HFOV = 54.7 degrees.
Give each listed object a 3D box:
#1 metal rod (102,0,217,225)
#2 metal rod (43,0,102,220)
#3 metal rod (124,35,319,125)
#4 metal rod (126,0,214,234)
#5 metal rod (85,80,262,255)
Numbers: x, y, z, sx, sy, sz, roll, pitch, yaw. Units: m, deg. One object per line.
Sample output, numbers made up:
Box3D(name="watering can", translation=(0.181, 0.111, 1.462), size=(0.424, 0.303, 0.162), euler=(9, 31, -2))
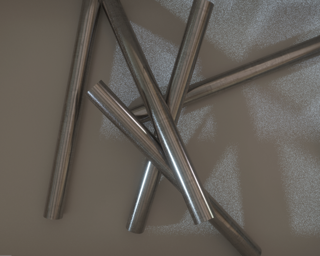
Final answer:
Box3D(name="metal rod", translation=(-0.008, -0.034, 0.370), size=(0.025, 0.025, 0.299), euler=(-23, 74, 0))
Box3D(name="metal rod", translation=(-0.115, -0.030, 0.410), size=(0.025, 0.025, 0.298), euler=(10, 90, 0))
Box3D(name="metal rod", translation=(0.088, -0.062, 0.411), size=(0.301, 0.025, 0.025), euler=(-21, 90, 0))
Box3D(name="metal rod", translation=(0.009, -0.007, 0.389), size=(0.025, 0.025, 0.298), euler=(17, 99, 0))
Box3D(name="metal rod", translation=(0.025, 0.061, 0.378), size=(0.025, 0.025, 0.300), euler=(-43, 103, 0))
